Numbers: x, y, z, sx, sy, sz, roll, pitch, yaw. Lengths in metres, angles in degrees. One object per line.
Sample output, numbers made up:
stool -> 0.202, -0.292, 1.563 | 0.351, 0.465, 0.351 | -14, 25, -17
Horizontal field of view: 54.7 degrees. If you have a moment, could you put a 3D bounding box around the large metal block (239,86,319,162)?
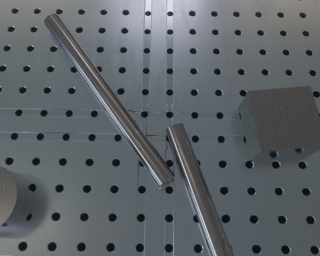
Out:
large metal block -> 0.155, -0.005, 0.401 | 0.081, 0.050, 0.080 | -5, 70, -2

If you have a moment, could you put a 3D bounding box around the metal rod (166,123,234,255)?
metal rod -> 0.067, 0.133, 0.363 | 0.025, 0.025, 0.299 | -17, 71, -6

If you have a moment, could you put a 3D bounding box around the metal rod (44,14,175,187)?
metal rod -> -0.077, -0.048, 0.428 | 0.025, 0.025, 0.299 | -34, 74, -11

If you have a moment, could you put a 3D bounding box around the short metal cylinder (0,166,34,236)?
short metal cylinder -> -0.199, 0.086, 0.365 | 0.081, 0.050, 0.080 | 0, 70, 0
